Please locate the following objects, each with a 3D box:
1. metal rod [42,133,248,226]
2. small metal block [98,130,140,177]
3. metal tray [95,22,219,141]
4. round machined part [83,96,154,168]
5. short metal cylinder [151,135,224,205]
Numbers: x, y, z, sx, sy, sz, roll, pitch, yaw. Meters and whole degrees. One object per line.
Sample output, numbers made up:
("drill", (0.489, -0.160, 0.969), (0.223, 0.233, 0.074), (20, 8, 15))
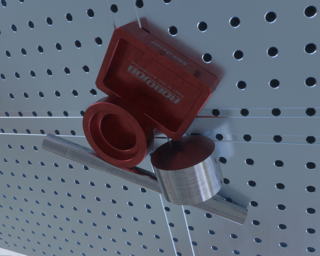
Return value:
("metal rod", (-0.025, 0.071, 0.440), (0.301, 0.025, 0.025), (20, 127, 5))
("small metal block", (-0.063, 0.038, 0.466), (0.050, 0.025, 0.050), (25, 127, 12))
("metal tray", (-0.008, -0.054, 0.376), (0.130, 0.030, 0.089), (35, 128, 5))
("round machined part", (-0.051, 0.001, 0.416), (0.098, 0.042, 0.097), (14, 125, 22))
("short metal cylinder", (0.034, 0.050, 0.386), (0.080, 0.080, 0.050), (-4, 117, 29))
